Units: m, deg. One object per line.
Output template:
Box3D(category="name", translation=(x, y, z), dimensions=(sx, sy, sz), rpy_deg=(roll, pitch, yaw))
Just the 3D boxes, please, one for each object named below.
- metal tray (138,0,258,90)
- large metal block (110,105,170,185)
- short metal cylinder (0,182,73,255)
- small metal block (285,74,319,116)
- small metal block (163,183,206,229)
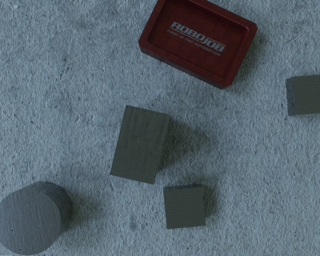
Box3D(category="metal tray", translation=(0.048, -0.118, 0.407), dimensions=(0.131, 0.030, 0.090), rpy_deg=(25, 90, 0))
Box3D(category="large metal block", translation=(-0.022, 0.018, 0.382), dimensions=(0.050, 0.080, 0.080), rpy_deg=(13, 90, 0))
Box3D(category="short metal cylinder", translation=(-0.159, 0.113, 0.396), dimensions=(0.081, 0.050, 0.079), rpy_deg=(0, 90, 0))
Box3D(category="small metal block", translation=(0.199, -0.044, 0.411), dimensions=(0.050, 0.025, 0.050), rpy_deg=(-5, 90, 0))
Box3D(category="small metal block", translation=(0.032, 0.103, 0.410), dimensions=(0.050, 0.025, 0.050), rpy_deg=(-6, 90, 0))
